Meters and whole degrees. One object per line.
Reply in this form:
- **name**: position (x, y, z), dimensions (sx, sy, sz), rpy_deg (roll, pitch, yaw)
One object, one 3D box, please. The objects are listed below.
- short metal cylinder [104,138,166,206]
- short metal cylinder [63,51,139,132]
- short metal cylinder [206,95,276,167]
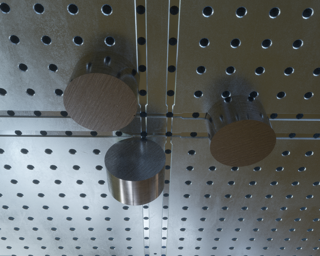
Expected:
- **short metal cylinder**: position (-0.033, 0.058, 0.425), dimensions (0.081, 0.080, 0.050), rpy_deg (1, 130, -1)
- **short metal cylinder**: position (-0.065, -0.042, 0.359), dimensions (0.081, 0.050, 0.079), rpy_deg (0, 130, 0)
- **short metal cylinder**: position (0.102, 0.005, 0.400), dimensions (0.081, 0.050, 0.079), rpy_deg (0, 130, 0)
